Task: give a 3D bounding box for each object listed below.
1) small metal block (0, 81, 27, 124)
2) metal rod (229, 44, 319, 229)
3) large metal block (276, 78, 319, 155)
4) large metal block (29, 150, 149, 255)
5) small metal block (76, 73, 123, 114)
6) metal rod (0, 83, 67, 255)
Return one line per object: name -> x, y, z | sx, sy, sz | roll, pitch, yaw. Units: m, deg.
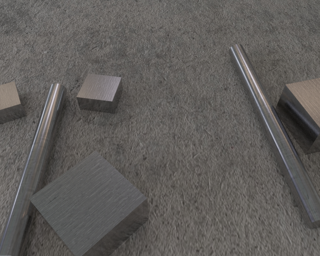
small metal block -> -0.219, -0.033, 0.430 | 0.050, 0.025, 0.050 | -20, 53, -17
metal rod -> 0.146, -0.015, 0.416 | 0.025, 0.025, 0.300 | -6, 50, -5
large metal block -> 0.213, -0.019, 0.405 | 0.081, 0.050, 0.080 | -12, 51, -10
large metal block -> -0.069, 0.083, 0.317 | 0.080, 0.050, 0.080 | 37, 59, 27
small metal block -> -0.085, -0.050, 0.445 | 0.050, 0.025, 0.050 | 8, 50, 6
metal rod -> -0.146, 0.060, 0.351 | 0.025, 0.025, 0.300 | 0, 50, 0
